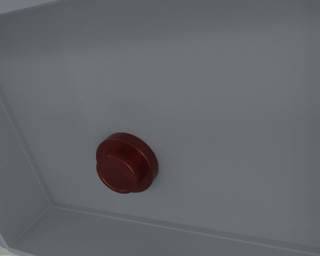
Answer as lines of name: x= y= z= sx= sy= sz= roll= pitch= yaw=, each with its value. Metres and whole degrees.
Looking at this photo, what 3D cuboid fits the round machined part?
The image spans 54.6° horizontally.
round machined part: x=-0.055 y=0.059 z=0.464 sx=0.098 sy=0.042 sz=0.097 roll=13 pitch=124 yaw=21
